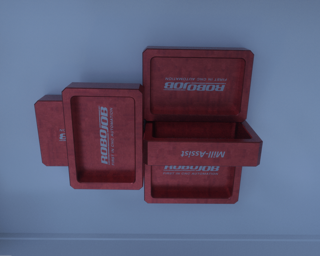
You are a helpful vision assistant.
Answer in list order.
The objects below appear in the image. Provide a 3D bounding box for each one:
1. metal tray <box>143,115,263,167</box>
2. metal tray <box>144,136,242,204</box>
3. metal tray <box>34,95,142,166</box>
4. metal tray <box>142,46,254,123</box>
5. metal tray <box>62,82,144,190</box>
[{"bbox_3d":[0.047,0.013,0.379,0.131,0.090,0.030,1,110,-1],"label":"metal tray"},{"bbox_3d":[0.044,0.059,0.429,0.131,0.030,0.089,1,110,-1],"label":"metal tray"},{"bbox_3d":[-0.089,0.004,0.405,0.131,0.030,0.089,0,110,-1],"label":"metal tray"},{"bbox_3d":[0.044,-0.054,0.388,0.131,0.030,0.089,1,110,-1],"label":"metal tray"},{"bbox_3d":[-0.065,0.012,0.377,0.091,0.030,0.129,1,110,-1],"label":"metal tray"}]
